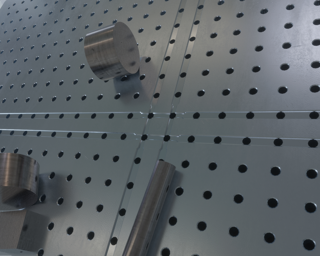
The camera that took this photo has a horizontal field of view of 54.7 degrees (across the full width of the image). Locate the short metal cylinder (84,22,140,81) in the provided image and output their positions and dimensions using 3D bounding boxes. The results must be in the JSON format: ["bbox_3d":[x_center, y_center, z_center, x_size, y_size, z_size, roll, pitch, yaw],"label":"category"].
[{"bbox_3d":[-0.073,-0.119,0.484,0.050,0.080,0.080,-10,58,23],"label":"short metal cylinder"}]

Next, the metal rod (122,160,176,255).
[{"bbox_3d":[-0.042,0.175,0.322,0.025,0.025,0.300,7,65,31],"label":"metal rod"}]

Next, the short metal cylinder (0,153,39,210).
[{"bbox_3d":[-0.215,0.077,0.438,0.080,0.080,0.050,-22,54,15],"label":"short metal cylinder"}]

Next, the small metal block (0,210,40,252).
[{"bbox_3d":[-0.199,0.142,0.426,0.050,0.025,0.050,-10,57,22],"label":"small metal block"}]
